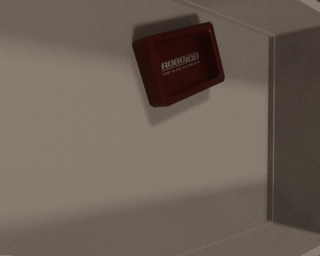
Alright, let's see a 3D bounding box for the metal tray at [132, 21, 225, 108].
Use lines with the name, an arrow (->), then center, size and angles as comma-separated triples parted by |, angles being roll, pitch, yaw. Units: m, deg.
metal tray -> 0.032, -0.091, 0.431 | 0.131, 0.030, 0.089 | -27, 107, -37
